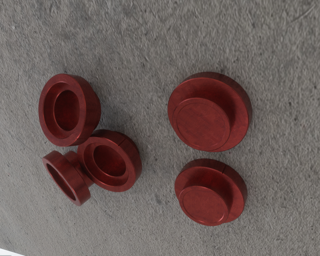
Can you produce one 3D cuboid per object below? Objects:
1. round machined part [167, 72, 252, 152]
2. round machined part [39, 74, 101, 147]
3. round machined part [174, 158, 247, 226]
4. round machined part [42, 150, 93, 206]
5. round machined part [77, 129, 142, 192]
[{"bbox_3d":[0.053,-0.012,0.360,0.098,0.042,0.097,13,124,21],"label":"round machined part"},{"bbox_3d":[-0.120,-0.024,0.428,0.098,0.042,0.097,1,92,35],"label":"round machined part"},{"bbox_3d":[0.065,0.093,0.419,0.098,0.042,0.097,13,124,21],"label":"round machined part"},{"bbox_3d":[-0.143,0.075,0.504,0.098,0.042,0.097,35,147,28],"label":"round machined part"},{"bbox_3d":[-0.070,0.044,0.460,0.098,0.042,0.097,13,124,21],"label":"round machined part"}]
